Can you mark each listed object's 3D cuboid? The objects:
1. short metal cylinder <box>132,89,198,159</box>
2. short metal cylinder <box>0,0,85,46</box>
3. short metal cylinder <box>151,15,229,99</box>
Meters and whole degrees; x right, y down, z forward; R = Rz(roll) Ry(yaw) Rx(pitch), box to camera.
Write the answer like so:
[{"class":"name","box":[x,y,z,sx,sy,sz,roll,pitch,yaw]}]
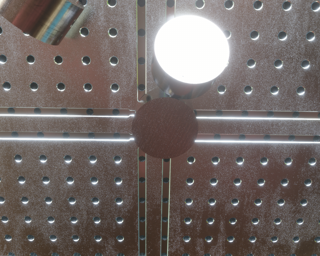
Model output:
[{"class":"short metal cylinder","box":[0.006,-0.007,0.398,0.081,0.050,0.079,0,110,-1]},{"class":"short metal cylinder","box":[-0.130,-0.135,0.333,0.080,0.080,0.050,37,106,-13]},{"class":"short metal cylinder","box":[0.032,-0.078,0.352,0.081,0.050,0.080,2,76,-6]}]
